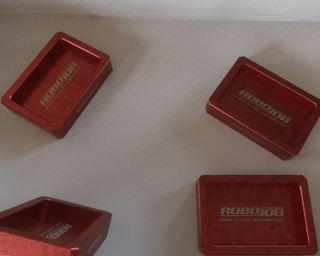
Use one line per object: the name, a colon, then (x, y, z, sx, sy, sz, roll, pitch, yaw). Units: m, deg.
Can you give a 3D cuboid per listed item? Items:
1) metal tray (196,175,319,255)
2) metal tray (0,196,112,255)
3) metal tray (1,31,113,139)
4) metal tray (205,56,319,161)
metal tray: (0.111, 0.103, 0.370, 0.131, 0.030, 0.090, 0, 70, -1)
metal tray: (-0.108, 0.104, 0.313, 0.090, 0.130, 0.030, 13, 88, 4)
metal tray: (-0.138, -0.061, 0.427, 0.090, 0.030, 0.130, 29, 72, 9)
metal tray: (0.140, -0.028, 0.418, 0.130, 0.030, 0.090, 33, 73, 11)
